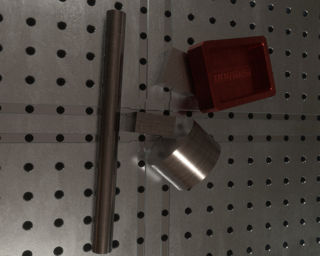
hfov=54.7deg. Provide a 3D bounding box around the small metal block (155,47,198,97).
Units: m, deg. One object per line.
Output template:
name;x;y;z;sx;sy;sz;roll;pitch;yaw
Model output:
small metal block;0.028;-0.075;0.424;0.050;0.025;0.050;19;84;-20

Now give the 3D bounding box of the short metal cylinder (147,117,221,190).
short metal cylinder;0.030;0.032;0.396;0.050;0.080;0.080;43;76;-15

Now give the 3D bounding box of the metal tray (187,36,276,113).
metal tray;0.104;-0.077;0.433;0.131;0.030;0.089;-16;96;-34

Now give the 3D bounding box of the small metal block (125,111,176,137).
small metal block;-0.013;-0.005;0.395;0.050;0.050;0.025;7;88;-20

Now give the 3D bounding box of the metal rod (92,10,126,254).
metal rod;-0.064;0.004;0.389;0.025;0.025;0.298;4;89;-20
